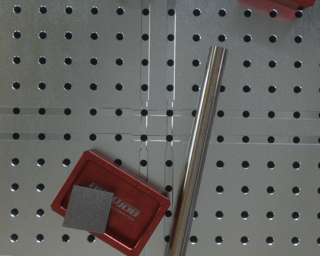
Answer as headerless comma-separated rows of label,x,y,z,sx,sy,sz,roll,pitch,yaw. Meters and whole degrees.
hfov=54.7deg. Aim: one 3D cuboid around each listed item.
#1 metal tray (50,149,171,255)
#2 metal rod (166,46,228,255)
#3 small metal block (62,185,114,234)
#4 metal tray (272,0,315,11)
metal tray,-0.063,0.098,0.410,0.130,0.030,0.090,32,90,0
metal rod,0.048,0.041,0.413,0.025,0.025,0.298,12,90,0
small metal block,-0.089,0.103,0.388,0.050,0.025,0.050,14,68,-8
metal tray,0.176,-0.231,0.397,0.090,0.030,0.129,20,103,0
